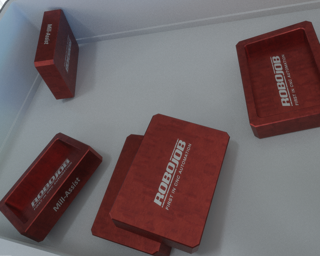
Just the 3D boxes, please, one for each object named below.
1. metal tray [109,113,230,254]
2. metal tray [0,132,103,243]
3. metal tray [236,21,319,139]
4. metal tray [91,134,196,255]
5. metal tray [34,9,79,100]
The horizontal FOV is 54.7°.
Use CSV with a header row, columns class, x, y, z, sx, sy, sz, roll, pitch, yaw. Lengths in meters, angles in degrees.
class,x,y,z,sx,sy,sz,roll,pitch,yaw
metal tray,0.014,0.053,0.331,0.090,0.030,0.130,16,60,12
metal tray,-0.148,0.073,0.419,0.090,0.030,0.130,17,64,43
metal tray,0.144,-0.058,0.362,0.090,0.030,0.130,-13,56,20
metal tray,-0.016,0.074,0.366,0.090,0.030,0.130,5,64,30
metal tray,-0.171,-0.125,0.527,0.030,0.090,0.130,-8,57,3
